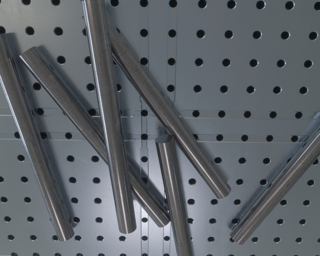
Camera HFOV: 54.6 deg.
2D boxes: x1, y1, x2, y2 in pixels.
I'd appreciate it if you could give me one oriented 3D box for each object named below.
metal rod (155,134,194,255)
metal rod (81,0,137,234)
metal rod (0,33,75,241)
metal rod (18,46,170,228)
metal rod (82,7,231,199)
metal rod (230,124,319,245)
[{"bbox_3d":[0.030,0.149,0.459,0.025,0.025,0.298,-9,113,3],"label":"metal rod"},{"bbox_3d":[-0.059,0.002,0.385,0.025,0.025,0.298,-5,110,2],"label":"metal rod"},{"bbox_3d":[-0.170,0.026,0.421,0.025,0.025,0.298,-10,110,4],"label":"metal rod"},{"bbox_3d":[-0.077,0.023,0.421,0.025,0.025,0.300,-33,107,11],"label":"metal rod"},{"bbox_3d":[0.005,-0.022,0.405,0.025,0.025,0.300,-34,107,11],"label":"metal rod"},{"bbox_3d":[0.195,0.049,0.432,0.025,0.025,0.299,30,107,-10],"label":"metal rod"}]
